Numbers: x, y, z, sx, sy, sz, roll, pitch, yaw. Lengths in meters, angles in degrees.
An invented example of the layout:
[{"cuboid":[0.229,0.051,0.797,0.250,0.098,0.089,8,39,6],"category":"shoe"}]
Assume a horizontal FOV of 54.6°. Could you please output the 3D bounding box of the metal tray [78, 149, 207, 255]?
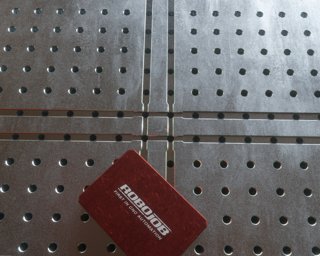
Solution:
[{"cuboid":[-0.021,0.101,0.372,0.130,0.030,0.090,43,75,14],"category":"metal tray"}]
